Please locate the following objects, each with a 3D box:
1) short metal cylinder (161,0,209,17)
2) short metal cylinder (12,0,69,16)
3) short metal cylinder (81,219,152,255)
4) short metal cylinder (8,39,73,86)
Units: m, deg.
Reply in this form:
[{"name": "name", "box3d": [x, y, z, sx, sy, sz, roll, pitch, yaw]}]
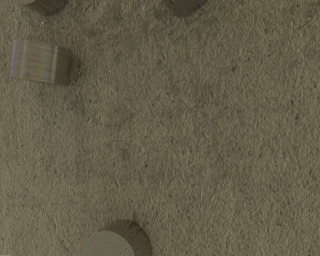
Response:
[{"name": "short metal cylinder", "box3d": [0.031, -0.181, 0.369, 0.080, 0.080, 0.050, -42, 77, 15]}, {"name": "short metal cylinder", "box3d": [-0.180, -0.214, 0.459, 0.080, 0.050, 0.080, 0, 90, 20]}, {"name": "short metal cylinder", "box3d": [-0.057, 0.170, 0.416, 0.080, 0.050, 0.080, 0, 90, 20]}, {"name": "short metal cylinder", "box3d": [-0.168, -0.090, 0.439, 0.080, 0.080, 0.050, 9, 93, 20]}]
